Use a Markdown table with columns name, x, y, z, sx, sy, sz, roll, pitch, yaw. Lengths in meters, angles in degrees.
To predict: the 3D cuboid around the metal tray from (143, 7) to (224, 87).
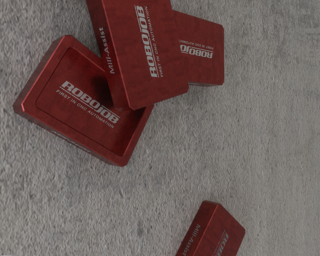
| name | x | y | z | sx | sy | sz | roll | pitch | yaw |
| --- | --- | --- | --- | --- | --- | --- | --- | --- | --- |
| metal tray | 0.037 | -0.108 | 0.431 | 0.131 | 0.030 | 0.089 | -1 | 91 | -40 |

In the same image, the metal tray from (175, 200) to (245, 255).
| name | x | y | z | sx | sy | sz | roll | pitch | yaw |
| --- | --- | --- | --- | --- | --- | --- | --- | --- | --- |
| metal tray | 0.072 | 0.187 | 0.462 | 0.090 | 0.030 | 0.130 | 47 | 62 | -30 |

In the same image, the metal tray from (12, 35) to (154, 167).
| name | x | y | z | sx | sy | sz | roll | pitch | yaw |
| --- | --- | --- | --- | --- | --- | --- | --- | --- | --- |
| metal tray | -0.075 | -0.025 | 0.338 | 0.130 | 0.030 | 0.090 | 36 | 68 | -34 |

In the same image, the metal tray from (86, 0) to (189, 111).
| name | x | y | z | sx | sy | sz | roll | pitch | yaw |
| --- | --- | --- | --- | --- | --- | --- | --- | --- | --- |
| metal tray | -0.021 | -0.092 | 0.343 | 0.091 | 0.030 | 0.129 | -22 | 104 | -38 |
